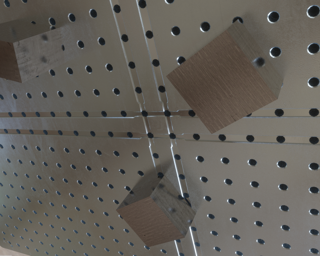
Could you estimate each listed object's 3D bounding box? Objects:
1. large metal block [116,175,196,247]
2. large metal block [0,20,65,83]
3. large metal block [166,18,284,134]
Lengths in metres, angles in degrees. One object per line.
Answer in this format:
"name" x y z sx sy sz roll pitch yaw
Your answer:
"large metal block" -0.006 0.130 0.479 0.080 0.050 0.080 -31 101 38
"large metal block" -0.188 -0.105 0.411 0.080 0.080 0.050 15 125 20
"large metal block" 0.068 -0.053 0.327 0.080 0.050 0.080 -33 100 38
